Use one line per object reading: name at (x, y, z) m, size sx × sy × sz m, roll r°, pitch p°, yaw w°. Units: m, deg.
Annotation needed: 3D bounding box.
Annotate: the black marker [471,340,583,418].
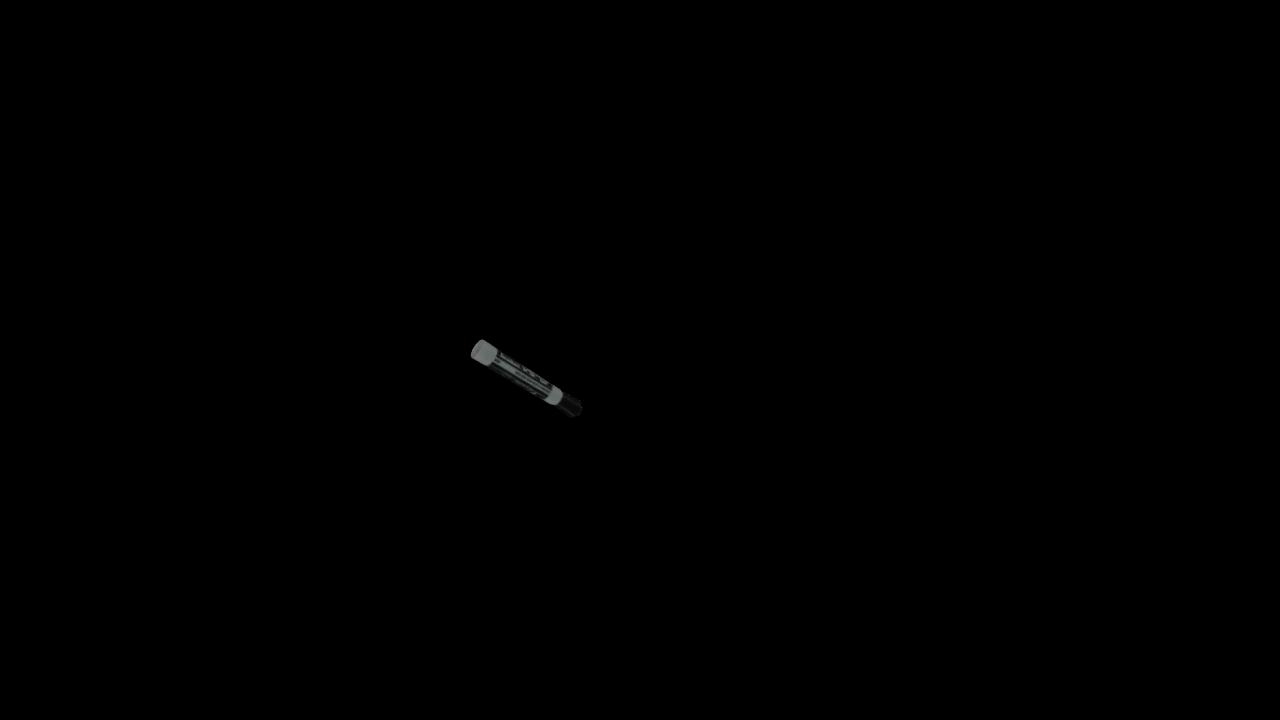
black marker at (-0.100, 0.020, 0.562) m, size 0.121 × 0.020 × 0.020 m, roll 36°, pitch -21°, yaw -32°
